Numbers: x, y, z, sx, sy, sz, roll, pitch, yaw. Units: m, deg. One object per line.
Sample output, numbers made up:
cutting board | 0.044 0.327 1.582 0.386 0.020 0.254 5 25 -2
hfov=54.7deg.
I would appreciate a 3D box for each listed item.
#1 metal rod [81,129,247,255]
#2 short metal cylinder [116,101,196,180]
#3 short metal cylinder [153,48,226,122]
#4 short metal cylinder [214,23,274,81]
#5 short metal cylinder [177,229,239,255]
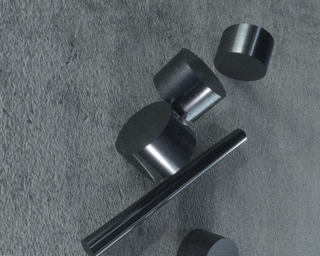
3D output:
metal rod | 0.027 0.073 0.427 0.302 0.025 0.025 -30 109 -36
short metal cylinder | -0.005 0.014 0.365 0.050 0.080 0.080 48 62 -30
short metal cylinder | 0.038 -0.054 0.394 0.080 0.050 0.080 37 28 -23
short metal cylinder | 0.129 -0.114 0.476 0.080 0.080 0.050 31 71 -36
short metal cylinder | 0.069 0.193 0.447 0.081 0.050 0.079 0 90 -40
